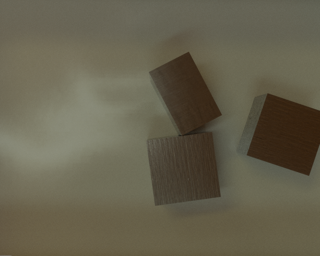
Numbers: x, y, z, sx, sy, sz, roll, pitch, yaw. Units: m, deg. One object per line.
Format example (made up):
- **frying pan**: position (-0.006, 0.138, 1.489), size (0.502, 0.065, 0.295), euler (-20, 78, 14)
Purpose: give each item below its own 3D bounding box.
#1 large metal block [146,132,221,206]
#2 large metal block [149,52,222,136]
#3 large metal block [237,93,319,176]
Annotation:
- **large metal block**: position (0.028, 0.049, 0.399), size (0.081, 0.050, 0.080), euler (-8, 90, -1)
- **large metal block**: position (0.028, -0.039, 0.384), size (0.050, 0.080, 0.080), euler (-28, 90, 0)
- **large metal block**: position (0.156, 0.008, 0.401), size (0.080, 0.050, 0.080), euler (19, 90, -1)
